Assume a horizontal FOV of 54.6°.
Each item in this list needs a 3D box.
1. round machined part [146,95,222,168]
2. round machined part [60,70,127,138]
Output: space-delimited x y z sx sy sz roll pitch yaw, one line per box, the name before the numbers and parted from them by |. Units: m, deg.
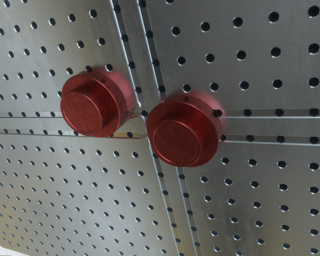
round machined part | 0.026 0.011 0.394 0.098 0.042 0.097 13 124 21
round machined part | -0.099 -0.028 0.436 0.098 0.042 0.097 13 124 21
